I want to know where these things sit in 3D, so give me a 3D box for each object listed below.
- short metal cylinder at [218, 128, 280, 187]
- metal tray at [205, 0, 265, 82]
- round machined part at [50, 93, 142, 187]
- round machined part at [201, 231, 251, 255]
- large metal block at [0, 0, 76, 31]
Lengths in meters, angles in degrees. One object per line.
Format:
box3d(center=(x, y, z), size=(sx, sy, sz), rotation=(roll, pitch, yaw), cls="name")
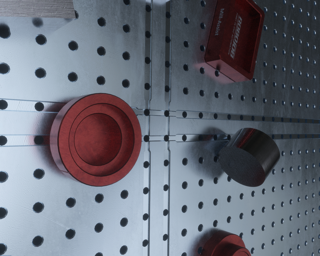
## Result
box3d(center=(0.140, 0.046, 0.491), size=(0.050, 0.080, 0.080), rotation=(-42, 116, -32), cls="short metal cylinder")
box3d(center=(0.126, -0.152, 0.510), size=(0.090, 0.030, 0.130), rotation=(22, 76, -38), cls="metal tray")
box3d(center=(-0.072, 0.012, 0.338), size=(0.099, 0.042, 0.097), rotation=(0, 90, -40), cls="round machined part")
box3d(center=(0.109, 0.218, 0.490), size=(0.099, 0.042, 0.097), rotation=(0, 90, -40), cls="round machined part")
box3d(center=(-0.132, -0.135, 0.282), size=(0.081, 0.050, 0.079), rotation=(-15, 100, -39), cls="large metal block")
